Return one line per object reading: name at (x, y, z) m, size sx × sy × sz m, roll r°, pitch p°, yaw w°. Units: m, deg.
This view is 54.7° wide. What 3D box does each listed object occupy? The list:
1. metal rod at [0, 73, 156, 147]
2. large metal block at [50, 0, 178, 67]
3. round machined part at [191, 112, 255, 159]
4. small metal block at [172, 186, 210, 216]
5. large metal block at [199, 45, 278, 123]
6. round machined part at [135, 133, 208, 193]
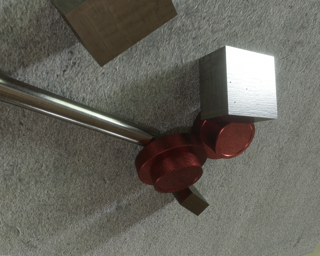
metal rod at (-0.127, -0.029, 0.319) m, size 0.302 × 0.025 × 0.025 m, roll 21°, pitch 107°, yaw -36°
large metal block at (-0.044, -0.110, 0.279) m, size 0.080 × 0.080 × 0.050 m, roll -36°, pitch 129°, yaw -5°
round machined part at (0.099, 0.006, 0.453) m, size 0.099 × 0.042 × 0.097 m, roll -14°, pitch 124°, yaw -21°
small metal block at (0.042, 0.101, 0.476) m, size 0.025 × 0.050 × 0.050 m, roll -46°, pitch 129°, yaw 4°
large metal block at (0.098, -0.050, 0.389) m, size 0.081 × 0.050 × 0.080 m, roll 3°, pitch 82°, yaw -30°
round machined part at (0.019, 0.053, 0.418) m, size 0.099 × 0.042 × 0.097 m, roll -14°, pitch 145°, yaw -10°
